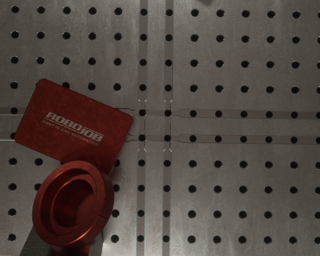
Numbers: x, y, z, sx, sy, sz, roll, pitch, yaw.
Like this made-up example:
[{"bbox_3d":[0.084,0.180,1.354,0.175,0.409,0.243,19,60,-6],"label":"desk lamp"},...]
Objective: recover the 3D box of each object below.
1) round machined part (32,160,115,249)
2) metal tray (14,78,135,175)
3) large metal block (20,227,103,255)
[{"bbox_3d":[-0.097,0.091,0.367,0.098,0.042,0.098,-11,58,19],"label":"round machined part"},{"bbox_3d":[-0.111,0.001,0.409,0.131,0.030,0.090,23,90,-1],"label":"metal tray"},{"bbox_3d":[-0.118,0.156,0.378,0.081,0.080,0.050,-6,115,-1],"label":"large metal block"}]
